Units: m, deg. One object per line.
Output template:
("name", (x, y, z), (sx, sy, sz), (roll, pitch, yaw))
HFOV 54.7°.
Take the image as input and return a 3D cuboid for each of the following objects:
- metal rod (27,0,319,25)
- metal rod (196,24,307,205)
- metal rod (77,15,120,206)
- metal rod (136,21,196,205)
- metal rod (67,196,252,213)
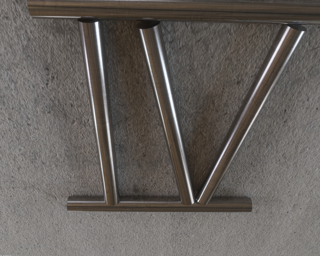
("metal rod", (0.026, -0.119, 0.308), (0.302, 0.025, 0.025), (1, 130, -2))
("metal rod", (0.105, 0.005, 0.413), (0.025, 0.025, 0.298), (10, 129, -9))
("metal rod", (-0.074, 0.003, 0.409), (0.025, 0.025, 0.298), (1, 130, -1))
("metal rod", (0.017, 0.005, 0.412), (0.025, 0.025, 0.298), (-9, 130, 7))
("metal rod", (0.000, 0.127, 0.516), (0.302, 0.025, 0.025), (1, 130, -2))
